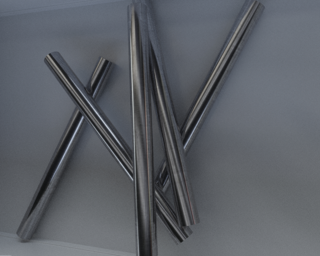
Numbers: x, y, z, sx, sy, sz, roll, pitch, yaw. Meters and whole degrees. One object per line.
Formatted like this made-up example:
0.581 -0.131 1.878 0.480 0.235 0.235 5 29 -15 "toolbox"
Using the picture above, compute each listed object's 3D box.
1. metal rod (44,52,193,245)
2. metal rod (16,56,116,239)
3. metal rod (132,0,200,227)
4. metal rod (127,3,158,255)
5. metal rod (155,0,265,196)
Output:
-0.061 0.017 0.403 0.025 0.025 0.300 -41 78 15 "metal rod"
-0.142 0.035 0.458 0.025 0.025 0.298 31 100 17 "metal rod"
0.004 -0.032 0.388 0.025 0.025 0.299 -16 77 19 "metal rod"
-0.022 -0.003 0.370 0.025 0.025 0.298 -5 83 19 "metal rod"
0.047 -0.017 0.393 0.025 0.025 0.298 30 99 17 "metal rod"
